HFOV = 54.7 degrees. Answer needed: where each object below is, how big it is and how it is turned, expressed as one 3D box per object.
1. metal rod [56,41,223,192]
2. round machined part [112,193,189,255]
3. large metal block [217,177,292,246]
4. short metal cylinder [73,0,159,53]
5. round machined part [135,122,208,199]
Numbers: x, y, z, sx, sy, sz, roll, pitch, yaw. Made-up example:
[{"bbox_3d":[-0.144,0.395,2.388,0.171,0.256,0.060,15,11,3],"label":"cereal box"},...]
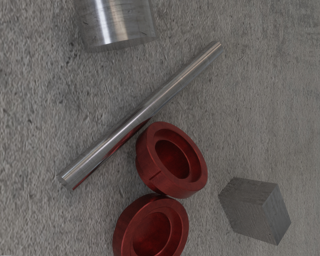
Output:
[{"bbox_3d":[-0.006,-0.032,0.399,0.301,0.025,0.025,-44,117,-31],"label":"metal rod"},{"bbox_3d":[-0.015,0.126,0.377,0.099,0.042,0.097,-7,101,-37],"label":"round machined part"},{"bbox_3d":[0.151,0.130,0.496,0.050,0.080,0.080,-39,114,-33],"label":"large metal block"},{"bbox_3d":[-0.046,-0.113,0.330,0.081,0.080,0.050,-20,103,-38],"label":"short metal cylinder"},{"bbox_3d":[0.009,0.043,0.381,0.098,0.042,0.098,31,35,-25],"label":"round machined part"}]
